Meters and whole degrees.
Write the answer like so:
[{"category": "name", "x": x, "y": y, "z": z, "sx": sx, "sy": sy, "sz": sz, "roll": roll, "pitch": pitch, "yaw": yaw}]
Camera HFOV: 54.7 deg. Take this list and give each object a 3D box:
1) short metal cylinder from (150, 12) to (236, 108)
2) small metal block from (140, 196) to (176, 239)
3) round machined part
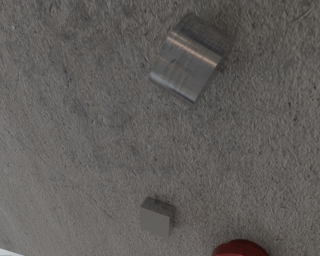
[{"category": "short metal cylinder", "x": 0.033, "y": -0.067, "z": 0.313, "sx": 0.050, "sy": 0.080, "sz": 0.079, "roll": 33, "pitch": 129, "yaw": 6}, {"category": "small metal block", "x": -0.004, "y": 0.144, "z": 0.498, "sx": 0.050, "sy": 0.025, "sz": 0.050, "roll": 14, "pitch": 124, "yaw": 20}, {"category": "round machined part", "x": 0.124, "y": 0.204, "z": 0.457, "sx": 0.098, "sy": 0.042, "sz": 0.097, "roll": 13, "pitch": 124, "yaw": 21}]
